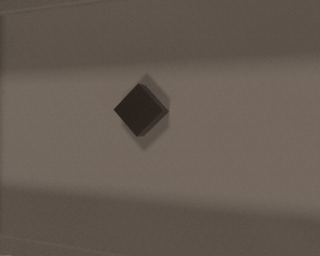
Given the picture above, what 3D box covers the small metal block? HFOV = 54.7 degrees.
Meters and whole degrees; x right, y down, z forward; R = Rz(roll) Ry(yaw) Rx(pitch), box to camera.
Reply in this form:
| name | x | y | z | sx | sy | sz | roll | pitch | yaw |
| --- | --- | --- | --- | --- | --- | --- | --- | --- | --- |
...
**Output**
| name | x | y | z | sx | sy | sz | roll | pitch | yaw |
| --- | --- | --- | --- | --- | --- | --- | --- | --- | --- |
| small metal block | -0.025 | -0.024 | 0.418 | 0.050 | 0.025 | 0.050 | -45 | 77 | 14 |
